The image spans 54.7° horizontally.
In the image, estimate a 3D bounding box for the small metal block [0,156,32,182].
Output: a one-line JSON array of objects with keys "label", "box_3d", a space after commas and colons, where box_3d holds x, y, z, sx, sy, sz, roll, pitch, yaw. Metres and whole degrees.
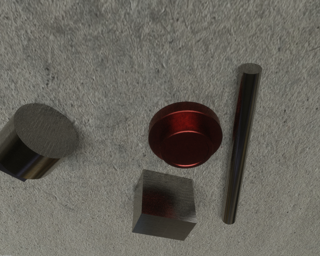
[{"label": "small metal block", "box_3d": [-0.201, 0.045, 0.443, 0.050, 0.025, 0.050, 36, 121, -27]}]

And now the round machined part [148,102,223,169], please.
[{"label": "round machined part", "box_3d": [0.034, 0.016, 0.411, 0.099, 0.042, 0.097, -1, 130, 0]}]

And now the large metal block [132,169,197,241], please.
[{"label": "large metal block", "box_3d": [0.005, 0.116, 0.470, 0.081, 0.080, 0.050, 14, 129, -12]}]

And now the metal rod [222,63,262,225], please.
[{"label": "metal rod", "box_3d": [0.112, 0.046, 0.447, 0.025, 0.025, 0.298, -3, 130, 2]}]

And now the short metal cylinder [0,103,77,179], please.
[{"label": "short metal cylinder", "box_3d": [-0.152, 0.016, 0.383, 0.080, 0.080, 0.050, 35, 122, -26]}]
